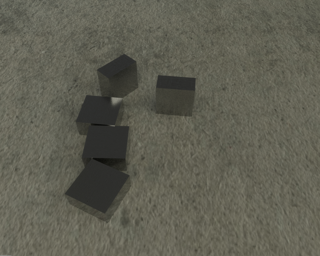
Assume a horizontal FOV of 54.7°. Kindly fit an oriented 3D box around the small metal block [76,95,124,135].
[{"bbox_3d":[-0.079,-0.016,0.415,0.050,0.025,0.050,5,49,4],"label":"small metal block"}]

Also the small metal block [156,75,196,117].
[{"bbox_3d":[0.021,-0.043,0.424,0.050,0.050,0.025,5,50,4],"label":"small metal block"}]

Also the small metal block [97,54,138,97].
[{"bbox_3d":[-0.060,-0.070,0.445,0.025,0.050,0.050,37,59,26],"label":"small metal block"}]

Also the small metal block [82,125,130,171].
[{"bbox_3d":[-0.064,0.024,0.381,0.050,0.025,0.050,1,49,0],"label":"small metal block"}]

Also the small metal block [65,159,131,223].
[{"bbox_3d":[-0.067,0.069,0.345,0.050,0.025,0.050,21,53,16],"label":"small metal block"}]
